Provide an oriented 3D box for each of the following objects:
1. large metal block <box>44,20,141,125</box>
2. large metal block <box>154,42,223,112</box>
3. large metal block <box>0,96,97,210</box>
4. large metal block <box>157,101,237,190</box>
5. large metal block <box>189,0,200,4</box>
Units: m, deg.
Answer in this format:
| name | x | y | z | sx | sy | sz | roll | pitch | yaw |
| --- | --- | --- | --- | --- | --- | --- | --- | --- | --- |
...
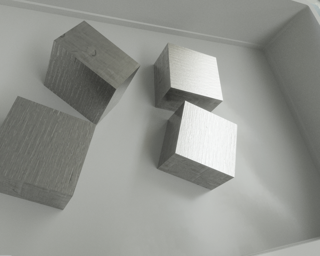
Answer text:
| name | x | y | z | sx | sy | sz | roll | pitch | yaw |
| --- | --- | --- | --- | --- | --- | --- | --- | --- | --- |
| large metal block | -0.082 | -0.062 | 0.364 | 0.080 | 0.080 | 0.050 | 38 | 51 | -3 |
| large metal block | 0.039 | -0.068 | 0.452 | 0.081 | 0.050 | 0.080 | 11 | 57 | -22 |
| large metal block | -0.119 | 0.026 | 0.309 | 0.080 | 0.050 | 0.080 | 21 | 54 | -16 |
| large metal block | 0.050 | 0.024 | 0.402 | 0.080 | 0.050 | 0.080 | 23 | 53 | -14 |
| large metal block | 0.049 | -0.301 | 0.601 | 0.081 | 0.050 | 0.080 | 11 | 57 | -22 |
